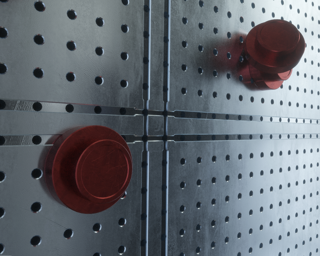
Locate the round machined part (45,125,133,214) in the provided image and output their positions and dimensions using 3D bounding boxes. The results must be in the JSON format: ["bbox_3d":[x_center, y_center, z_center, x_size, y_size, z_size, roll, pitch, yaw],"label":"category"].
[{"bbox_3d":[-0.070,0.046,0.341,0.099,0.042,0.097,0,90,-40],"label":"round machined part"}]

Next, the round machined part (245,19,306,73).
[{"bbox_3d":[0.196,-0.145,0.527,0.042,0.098,0.098,75,37,-66],"label":"round machined part"}]

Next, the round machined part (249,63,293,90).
[{"bbox_3d":[0.213,-0.121,0.580,0.099,0.042,0.097,0,90,-40],"label":"round machined part"}]
